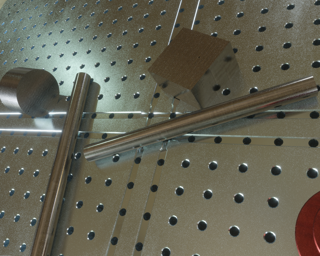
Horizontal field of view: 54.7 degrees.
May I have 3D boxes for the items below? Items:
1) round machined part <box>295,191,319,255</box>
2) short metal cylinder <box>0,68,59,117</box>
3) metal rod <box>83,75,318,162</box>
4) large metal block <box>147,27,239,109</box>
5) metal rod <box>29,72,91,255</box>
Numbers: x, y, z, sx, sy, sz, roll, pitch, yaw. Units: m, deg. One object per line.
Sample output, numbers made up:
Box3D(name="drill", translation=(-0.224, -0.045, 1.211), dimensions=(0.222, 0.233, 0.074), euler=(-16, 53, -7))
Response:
Box3D(name="round machined part", translation=(0.164, 0.092, 0.255), dimensions=(0.098, 0.042, 0.098), euler=(-13, 56, 21))
Box3D(name="short metal cylinder", translation=(-0.221, -0.062, 0.527), dimensions=(0.050, 0.080, 0.080), euler=(12, 68, 33))
Box3D(name="metal rod", translation=(0.036, -0.006, 0.392), dimensions=(0.301, 0.025, 0.025), euler=(-17, 55, 18))
Box3D(name="large metal block", translation=(0.045, -0.081, 0.418), dimensions=(0.080, 0.050, 0.080), euler=(32, 79, 38))
Box3D(name="metal rod", translation=(-0.142, 0.042, 0.456), dimensions=(0.025, 0.025, 0.299), euler=(-9, 57, 23))
